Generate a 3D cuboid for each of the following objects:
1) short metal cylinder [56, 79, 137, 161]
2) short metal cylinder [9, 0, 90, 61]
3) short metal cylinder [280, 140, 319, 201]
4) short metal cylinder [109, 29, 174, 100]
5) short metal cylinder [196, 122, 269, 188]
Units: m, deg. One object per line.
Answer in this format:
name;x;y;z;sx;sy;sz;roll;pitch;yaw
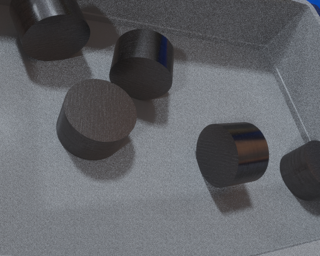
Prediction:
short metal cylinder;-0.073;-0.009;0.356;0.081;0.050;0.080;14;56;-21
short metal cylinder;-0.132;-0.127;0.376;0.081;0.080;0.050;-15;70;-34
short metal cylinder;0.234;0.065;0.475;0.081;0.050;0.080;14;56;-21
short metal cylinder;-0.023;-0.082;0.408;0.081;0.080;0.050;17;55;-19
short metal cylinder;0.091;0.033;0.399;0.050;0.080;0.080;-4;64;-30
